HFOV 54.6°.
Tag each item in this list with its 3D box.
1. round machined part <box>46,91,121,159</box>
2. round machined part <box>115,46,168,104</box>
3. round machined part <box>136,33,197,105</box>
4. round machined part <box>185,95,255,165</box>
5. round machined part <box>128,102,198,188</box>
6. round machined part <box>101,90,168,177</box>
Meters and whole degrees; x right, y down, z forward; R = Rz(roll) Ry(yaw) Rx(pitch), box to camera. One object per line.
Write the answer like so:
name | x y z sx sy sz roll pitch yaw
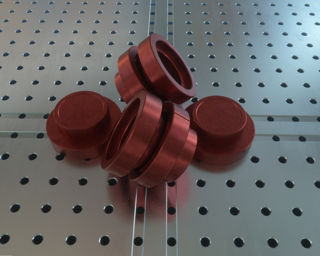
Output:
round machined part | -0.099 -0.011 0.405 0.099 0.042 0.098 0 50 0
round machined part | -0.023 -0.059 0.425 0.042 0.098 0.098 -32 45 26
round machined part | 0.003 -0.073 0.413 0.042 0.098 0.098 -32 45 26
round machined part | 0.074 -0.004 0.401 0.099 0.042 0.098 0 50 0
round machined part | 0.006 0.023 0.353 0.042 0.098 0.098 29 48 -18
round machined part | -0.023 0.010 0.346 0.042 0.098 0.098 28 48 -18
